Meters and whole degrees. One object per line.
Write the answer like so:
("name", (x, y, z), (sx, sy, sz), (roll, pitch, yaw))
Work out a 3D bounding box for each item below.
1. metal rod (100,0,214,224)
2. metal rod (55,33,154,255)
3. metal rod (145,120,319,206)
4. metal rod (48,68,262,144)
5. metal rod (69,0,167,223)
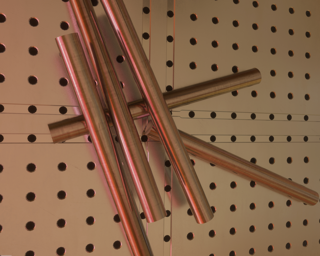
("metal rod", (0.000, -0.018, 0.384), (0.025, 0.025, 0.299), (-26, 99, -18))
("metal rod", (-0.059, 0.040, 0.370), (0.025, 0.025, 0.299), (-22, 105, -19))
("metal rod", (0.117, 0.056, 0.455), (0.301, 0.025, 0.025), (24, 82, -19))
("metal rod", (0.008, -0.035, 0.414), (0.302, 0.025, 0.025), (-17, 96, -19))
("metal rod", (-0.054, -0.035, 0.368), (0.025, 0.025, 0.299), (-19, 87, -19))
